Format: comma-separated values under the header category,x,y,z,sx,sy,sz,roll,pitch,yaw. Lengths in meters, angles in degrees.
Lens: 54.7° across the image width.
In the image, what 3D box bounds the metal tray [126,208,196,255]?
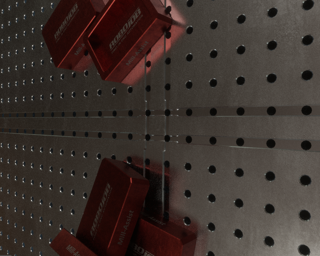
category,x,y,z,sx,sy,sz,roll,pitch,yaw
metal tray,-0.019,0.164,0.420,0.130,0.030,0.089,15,99,38

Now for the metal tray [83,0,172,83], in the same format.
category,x,y,z,sx,sy,sz,roll,pitch,yaw
metal tray,-0.052,-0.140,0.446,0.129,0.030,0.090,-42,65,31

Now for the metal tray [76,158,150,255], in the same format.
category,x,y,z,sx,sy,sz,roll,pitch,yaw
metal tray,-0.069,0.117,0.431,0.090,0.030,0.129,23,94,53

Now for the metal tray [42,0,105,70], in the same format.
category,x,y,z,sx,sy,sz,roll,pitch,yaw
metal tray,-0.146,-0.173,0.523,0.129,0.030,0.090,-40,66,32

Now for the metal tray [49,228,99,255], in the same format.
category,x,y,z,sx,sy,sz,roll,pitch,yaw
metal tray,-0.088,0.195,0.428,0.130,0.090,0.030,10,53,47
